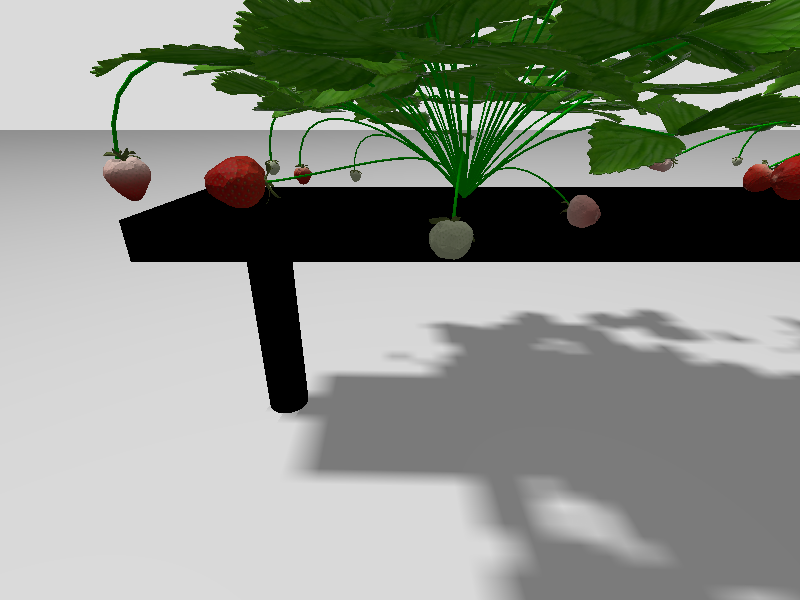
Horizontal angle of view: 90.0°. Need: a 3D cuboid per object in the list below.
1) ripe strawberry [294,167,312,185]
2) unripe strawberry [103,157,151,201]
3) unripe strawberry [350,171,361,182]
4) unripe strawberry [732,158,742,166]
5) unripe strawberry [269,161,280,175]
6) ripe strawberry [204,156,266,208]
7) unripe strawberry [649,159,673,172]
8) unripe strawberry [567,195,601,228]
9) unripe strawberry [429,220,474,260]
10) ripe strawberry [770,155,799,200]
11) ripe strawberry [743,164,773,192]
[{"bbox_3d":[-0.096,-0.123,0.397,0.016,0.016,0.018,10,26,20],"label":"ripe strawberry"},{"bbox_3d":[-0.205,-0.091,0.303,0.030,0.031,0.029,-3,25,-7],"label":"unripe strawberry"},{"bbox_3d":[-0.047,-0.130,0.421,0.011,0.011,0.011,19,31,36],"label":"unripe strawberry"},{"bbox_3d":[0.424,-0.173,0.504,0.011,0.010,0.010,-10,26,-22],"label":"unripe strawberry"},{"bbox_3d":[-0.142,-0.147,0.446,0.013,0.015,0.015,14,28,28],"label":"unripe strawberry"},{"bbox_3d":[-0.121,-0.087,0.295,0.042,0.036,0.042,-7,25,-13],"label":"ripe strawberry"},{"bbox_3d":[0.322,-0.171,0.496,0.028,0.025,0.026,-24,13,-41],"label":"unripe strawberry"},{"bbox_3d":[0.112,-0.053,0.243,0.017,0.020,0.019,-12,33,-25],"label":"unripe strawberry"},{"bbox_3d":[0.024,-0.027,0.188,0.021,0.019,0.019,4,-38,10],"label":"unripe strawberry"},{"bbox_3d":[0.324,-0.101,0.329,0.034,0.035,0.031,-2,25,-2],"label":"ripe strawberry"},{"bbox_3d":[0.325,-0.110,0.364,0.024,0.023,0.022,36,25,-8],"label":"ripe strawberry"}]
